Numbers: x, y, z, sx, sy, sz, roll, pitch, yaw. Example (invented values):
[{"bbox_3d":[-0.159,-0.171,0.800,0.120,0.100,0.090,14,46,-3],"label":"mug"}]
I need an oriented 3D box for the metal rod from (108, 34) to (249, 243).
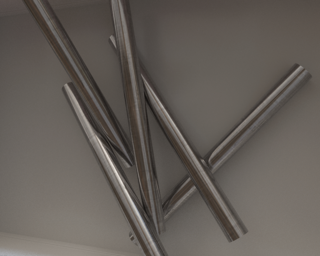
[{"bbox_3d":[0.013,-0.003,0.386,0.025,0.025,0.299,-36,72,16],"label":"metal rod"}]

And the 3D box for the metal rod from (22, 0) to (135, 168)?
[{"bbox_3d":[-0.106,-0.078,0.379,0.025,0.025,0.299,-22,109,18],"label":"metal rod"}]

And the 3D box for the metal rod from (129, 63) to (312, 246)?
[{"bbox_3d":[0.066,0.042,0.386,0.025,0.025,0.299,45,103,14],"label":"metal rod"}]

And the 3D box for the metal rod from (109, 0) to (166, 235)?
[{"bbox_3d":[-0.028,-0.018,0.384,0.025,0.025,0.298,-9,90,19],"label":"metal rod"}]

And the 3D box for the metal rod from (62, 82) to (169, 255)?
[{"bbox_3d":[-0.060,0.056,0.394,0.025,0.025,0.299,-40,64,15],"label":"metal rod"}]
